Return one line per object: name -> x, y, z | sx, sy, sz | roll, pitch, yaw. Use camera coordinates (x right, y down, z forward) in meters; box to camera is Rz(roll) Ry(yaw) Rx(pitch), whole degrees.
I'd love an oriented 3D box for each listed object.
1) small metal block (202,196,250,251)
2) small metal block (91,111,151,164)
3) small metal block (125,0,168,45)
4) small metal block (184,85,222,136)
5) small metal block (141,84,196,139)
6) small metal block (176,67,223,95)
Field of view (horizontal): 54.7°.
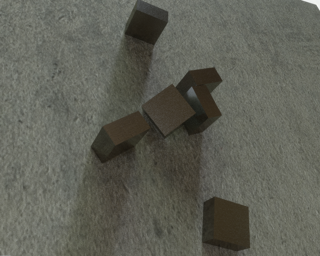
small metal block -> 0.080, 0.117, 0.377 | 0.050, 0.025, 0.050 | 20, 54, -17
small metal block -> -0.046, 0.011, 0.358 | 0.050, 0.050, 0.025 | -27, 77, -37
small metal block -> -0.021, -0.162, 0.477 | 0.050, 0.050, 0.025 | 16, 56, -20
small metal block -> 0.052, -0.025, 0.433 | 0.025, 0.050, 0.050 | -12, 68, -34
small metal block -> 0.011, -0.022, 0.410 | 0.050, 0.025, 0.050 | -37, 81, -7
small metal block -> 0.055, -0.062, 0.457 | 0.050, 0.050, 0.025 | -14, 70, -34
